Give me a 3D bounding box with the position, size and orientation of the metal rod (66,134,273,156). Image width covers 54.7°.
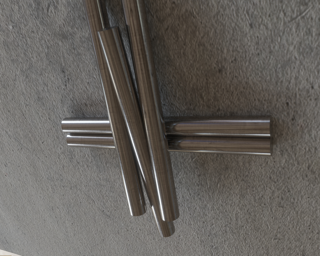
[{"bbox_3d":[-0.006,0.019,0.423,0.300,0.025,0.025,0,119,27],"label":"metal rod"}]

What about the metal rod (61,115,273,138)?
[{"bbox_3d":[-0.010,-0.003,0.411,0.300,0.025,0.025,0,119,27],"label":"metal rod"}]

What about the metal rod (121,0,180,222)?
[{"bbox_3d":[-0.010,-0.021,0.371,0.025,0.025,0.298,0,111,28],"label":"metal rod"}]

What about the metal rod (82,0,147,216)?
[{"bbox_3d":[-0.054,-0.021,0.395,0.025,0.025,0.298,0,111,28],"label":"metal rod"}]

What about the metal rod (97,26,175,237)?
[{"bbox_3d":[-0.023,0.023,0.400,0.025,0.025,0.298,0,118,28],"label":"metal rod"}]
